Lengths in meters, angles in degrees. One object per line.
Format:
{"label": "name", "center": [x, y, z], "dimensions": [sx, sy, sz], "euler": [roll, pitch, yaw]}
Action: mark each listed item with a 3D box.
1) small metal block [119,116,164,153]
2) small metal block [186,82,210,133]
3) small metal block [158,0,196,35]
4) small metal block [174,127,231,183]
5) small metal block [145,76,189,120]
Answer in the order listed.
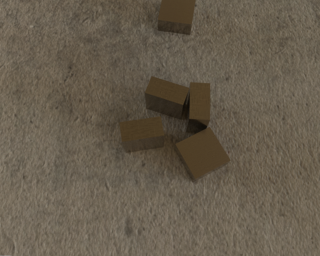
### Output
{"label": "small metal block", "center": [-0.022, 0.009, 0.391], "dimensions": [0.050, 0.050, 0.025], "euler": [-8, 71, -4]}
{"label": "small metal block", "center": [0.049, -0.025, 0.405], "dimensions": [0.025, 0.050, 0.050], "euler": [3, 70, 1]}
{"label": "small metal block", "center": [0.026, -0.173, 0.472], "dimensions": [0.050, 0.025, 0.050], "euler": [9, 70, 3]}
{"label": "small metal block", "center": [0.053, 0.034, 0.396], "dimensions": [0.050, 0.025, 0.050], "euler": [-26, 72, -10]}
{"label": "small metal block", "center": [0.009, -0.039, 0.409], "dimensions": [0.050, 0.050, 0.025], "euler": [18, 71, 6]}
